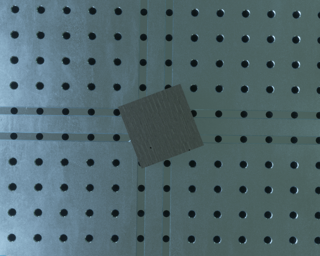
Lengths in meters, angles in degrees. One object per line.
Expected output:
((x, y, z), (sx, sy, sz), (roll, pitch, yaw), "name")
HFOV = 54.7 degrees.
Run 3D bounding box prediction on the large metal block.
((0.001, -0.002, 0.398), (0.080, 0.050, 0.080), (-21, 90, -1), "large metal block")
